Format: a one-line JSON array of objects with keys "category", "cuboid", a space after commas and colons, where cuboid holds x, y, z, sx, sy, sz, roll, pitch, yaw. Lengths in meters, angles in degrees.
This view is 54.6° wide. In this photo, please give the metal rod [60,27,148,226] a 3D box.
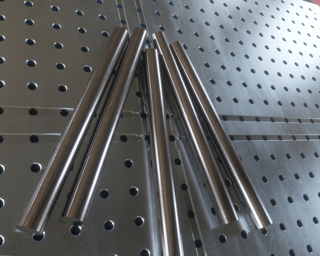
[{"category": "metal rod", "cuboid": [-0.059, -0.027, 0.393, 0.025, 0.025, 0.300, 23, 53, -14]}]

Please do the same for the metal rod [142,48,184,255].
[{"category": "metal rod", "cuboid": [0.000, 0.018, 0.397, 0.025, 0.025, 0.299, 8, 58, -24]}]

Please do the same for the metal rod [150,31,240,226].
[{"category": "metal rod", "cuboid": [0.041, -0.014, 0.438, 0.025, 0.025, 0.299, -5, 64, -30]}]

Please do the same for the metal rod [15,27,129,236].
[{"category": "metal rod", "cuboid": [-0.089, -0.023, 0.373, 0.025, 0.025, 0.300, 25, 53, -13]}]

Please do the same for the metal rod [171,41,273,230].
[{"category": "metal rod", "cuboid": [0.079, -0.002, 0.451, 0.025, 0.025, 0.299, -10, 67, -32]}]
